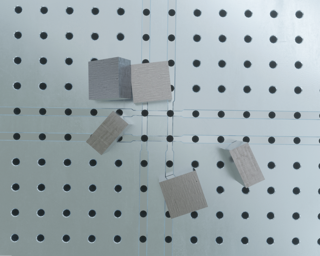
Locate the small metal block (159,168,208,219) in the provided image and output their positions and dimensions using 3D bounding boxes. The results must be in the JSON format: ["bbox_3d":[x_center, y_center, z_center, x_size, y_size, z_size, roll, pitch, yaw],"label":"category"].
[{"bbox_3d":[0.030,0.086,0.414,0.050,0.025,0.050,-18,90,0],"label":"small metal block"}]

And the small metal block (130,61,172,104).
[{"bbox_3d":[-0.012,-0.060,0.413,0.050,0.025,0.050,-6,90,0],"label":"small metal block"}]

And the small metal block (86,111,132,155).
[{"bbox_3d":[-0.064,0.006,0.400,0.025,0.050,0.050,41,90,0],"label":"small metal block"}]

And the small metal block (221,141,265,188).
[{"bbox_3d":[0.106,0.045,0.402,0.025,0.050,0.050,-25,90,0],"label":"small metal block"}]

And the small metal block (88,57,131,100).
[{"bbox_3d":[-0.065,-0.062,0.402,0.050,0.025,0.050,-1,90,31],"label":"small metal block"}]
